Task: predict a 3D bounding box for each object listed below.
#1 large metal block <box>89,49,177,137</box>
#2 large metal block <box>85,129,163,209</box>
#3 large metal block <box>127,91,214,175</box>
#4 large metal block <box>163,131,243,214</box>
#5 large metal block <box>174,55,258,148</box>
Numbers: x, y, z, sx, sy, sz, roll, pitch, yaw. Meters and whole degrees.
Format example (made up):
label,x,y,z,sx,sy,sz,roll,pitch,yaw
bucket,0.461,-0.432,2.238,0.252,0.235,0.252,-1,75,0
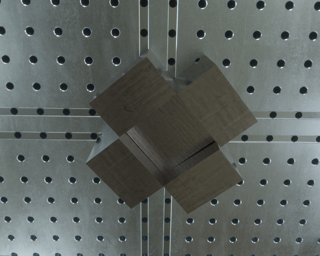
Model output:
label,x,y,z,sx,sy,sz,roll,pitch,yaw
large metal block,-0.029,-0.045,0.367,0.080,0.080,0.050,-37,106,12
large metal block,-0.041,0.041,0.398,0.050,0.080,0.080,-37,107,12
large metal block,0.012,-0.002,0.398,0.080,0.050,0.080,-36,105,14
large metal block,0.051,0.051,0.404,0.080,0.080,0.050,-35,106,12
large metal block,0.063,-0.035,0.372,0.050,0.080,0.080,-37,106,12
